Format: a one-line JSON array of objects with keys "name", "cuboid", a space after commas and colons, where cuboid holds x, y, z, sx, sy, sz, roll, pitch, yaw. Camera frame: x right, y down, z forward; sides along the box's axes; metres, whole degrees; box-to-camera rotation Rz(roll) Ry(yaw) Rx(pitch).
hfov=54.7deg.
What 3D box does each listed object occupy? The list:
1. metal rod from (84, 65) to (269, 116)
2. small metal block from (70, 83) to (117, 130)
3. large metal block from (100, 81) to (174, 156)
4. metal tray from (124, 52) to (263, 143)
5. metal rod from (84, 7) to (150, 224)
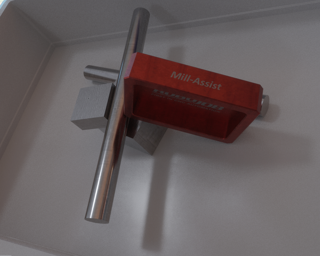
[{"name": "metal rod", "cuboid": [0.001, -0.060, 0.439, 0.300, 0.025, 0.025, 16, 70, 34]}, {"name": "small metal block", "cuboid": [-0.081, -0.027, 0.397, 0.050, 0.025, 0.050, -6, 59, 24]}, {"name": "large metal block", "cuboid": [-0.033, -0.020, 0.416, 0.080, 0.050, 0.080, 20, 72, 35]}, {"name": "metal tray", "cuboid": [0.029, -0.027, 0.329, 0.131, 0.090, 0.030, 15, 67, 0]}, {"name": "metal rod", "cuboid": [-0.046, -0.036, 0.385, 0.025, 0.025, 0.299, -6, 59, 25]}]
